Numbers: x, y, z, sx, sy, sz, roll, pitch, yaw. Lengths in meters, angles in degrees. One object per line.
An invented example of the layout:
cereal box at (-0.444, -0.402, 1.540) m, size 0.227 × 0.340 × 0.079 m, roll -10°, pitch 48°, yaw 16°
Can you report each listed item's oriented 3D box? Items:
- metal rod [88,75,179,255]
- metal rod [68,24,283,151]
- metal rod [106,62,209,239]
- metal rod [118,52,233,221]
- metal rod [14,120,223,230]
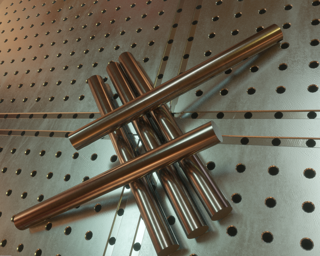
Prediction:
metal rod at (-0.049, 0.026, 0.416) m, size 0.025 × 0.025 × 0.300 m, roll -34°, pitch 52°, yaw 6°
metal rod at (0.021, -0.053, 0.402) m, size 0.301 × 0.025 × 0.025 m, roll -28°, pitch 52°, yaw -1°
metal rod at (-0.018, 0.005, 0.413) m, size 0.025 × 0.025 × 0.300 m, roll -34°, pitch 52°, yaw 6°
metal rod at (0.004, -0.012, 0.412) m, size 0.025 × 0.025 × 0.300 m, roll -35°, pitch 52°, yaw 5°
metal rod at (-0.066, 0.066, 0.374) m, size 0.300 × 0.025 × 0.025 m, roll -27°, pitch 52°, yaw 21°
